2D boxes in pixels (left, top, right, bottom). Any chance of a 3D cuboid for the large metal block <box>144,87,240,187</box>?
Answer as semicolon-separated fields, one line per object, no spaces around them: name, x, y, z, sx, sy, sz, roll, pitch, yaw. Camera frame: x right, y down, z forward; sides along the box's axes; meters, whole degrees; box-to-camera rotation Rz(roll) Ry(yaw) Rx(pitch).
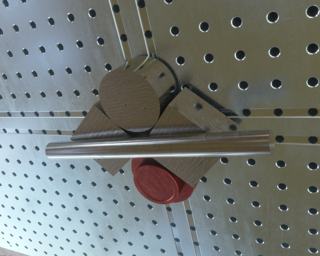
large metal block;0.035;0.012;0.375;0.080;0.050;0.079;36;130;4

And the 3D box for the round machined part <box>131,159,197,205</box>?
round machined part;0.002;0.068;0.436;0.098;0.042;0.097;13;124;21

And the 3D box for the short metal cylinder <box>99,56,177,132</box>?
short metal cylinder;-0.026;-0.042;0.378;0.080;0.050;0.079;13;124;21

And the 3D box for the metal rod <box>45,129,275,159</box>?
metal rod;-0.024;0.023;0.366;0.300;0.025;0.025;-4;116;30

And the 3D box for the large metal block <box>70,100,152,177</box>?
large metal block;-0.064;0.007;0.428;0.080;0.050;0.080;42;129;-3
